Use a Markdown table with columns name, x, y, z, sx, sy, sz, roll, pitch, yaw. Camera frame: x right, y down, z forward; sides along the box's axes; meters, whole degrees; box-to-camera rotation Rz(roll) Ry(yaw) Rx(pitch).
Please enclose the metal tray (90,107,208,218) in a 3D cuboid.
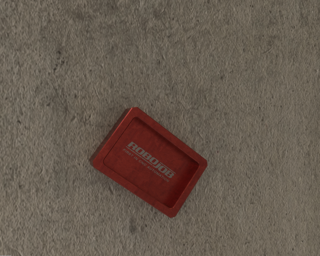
| name | x | y | z | sx | sy | sz | roll | pitch | yaw |
| --- | --- | --- | --- | --- | --- | --- | --- | --- | --- |
| metal tray | -0.012 | 0.045 | 0.404 | 0.130 | 0.030 | 0.090 | 38 | 78 | -17 |
